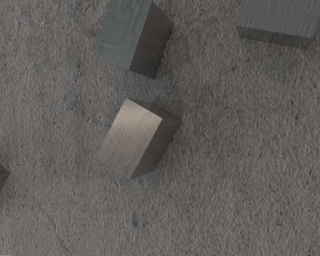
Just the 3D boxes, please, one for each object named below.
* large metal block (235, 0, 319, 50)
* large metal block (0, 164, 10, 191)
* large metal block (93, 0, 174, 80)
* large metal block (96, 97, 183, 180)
[{"bbox_3d":[0.138,-0.140,0.347,0.080,0.050,0.080,17,96,19],"label":"large metal block"},{"bbox_3d":[-0.308,0.085,0.505,0.080,0.050,0.080,35,101,16],"label":"large metal block"},{"bbox_3d":[-0.030,-0.112,0.390,0.050,0.080,0.080,22,97,18],"label":"large metal block"},{"bbox_3d":[-0.023,0.012,0.388,0.050,0.080,0.080,31,100,17],"label":"large metal block"}]
